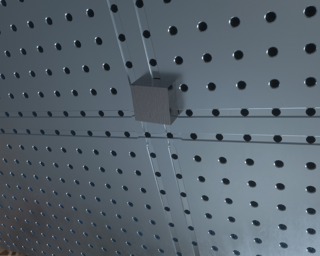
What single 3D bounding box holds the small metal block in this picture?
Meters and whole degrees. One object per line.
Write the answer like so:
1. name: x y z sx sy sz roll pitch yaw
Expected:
1. small metal block: -0.006 -0.034 0.392 0.050 0.025 0.050 8 122 23
